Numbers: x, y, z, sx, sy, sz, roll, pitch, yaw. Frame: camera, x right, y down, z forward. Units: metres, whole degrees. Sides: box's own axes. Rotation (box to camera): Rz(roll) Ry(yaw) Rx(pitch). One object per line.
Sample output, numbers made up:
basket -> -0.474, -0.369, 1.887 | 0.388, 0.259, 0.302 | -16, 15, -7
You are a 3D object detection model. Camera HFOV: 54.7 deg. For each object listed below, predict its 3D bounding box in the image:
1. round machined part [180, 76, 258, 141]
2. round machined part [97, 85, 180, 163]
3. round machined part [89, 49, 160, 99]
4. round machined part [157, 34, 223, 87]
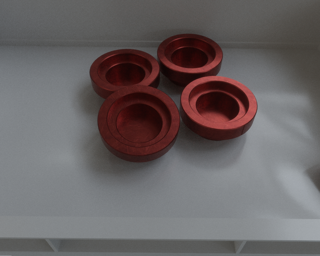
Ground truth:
round machined part -> 0.075, -0.022, 0.413 | 0.099, 0.042, 0.098 | 0, 50, 0
round machined part -> -0.026, -0.002, 0.387 | 0.099, 0.042, 0.098 | 2, 62, -3
round machined part -> -0.049, -0.070, 0.451 | 0.099, 0.042, 0.098 | 0, 48, 0
round machined part -> 0.045, -0.100, 0.479 | 0.099, 0.042, 0.098 | 0, 50, 0
